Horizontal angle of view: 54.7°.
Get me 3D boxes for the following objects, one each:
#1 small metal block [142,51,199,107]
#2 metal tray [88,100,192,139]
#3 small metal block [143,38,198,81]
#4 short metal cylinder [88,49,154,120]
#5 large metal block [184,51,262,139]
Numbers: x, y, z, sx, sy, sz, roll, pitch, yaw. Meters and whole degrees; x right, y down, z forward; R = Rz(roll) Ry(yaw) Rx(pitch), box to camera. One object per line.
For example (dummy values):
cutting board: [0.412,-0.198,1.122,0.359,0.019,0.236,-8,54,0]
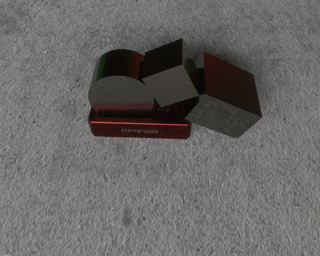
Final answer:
small metal block: [0.013,-0.056,0.367,0.050,0.050,0.025,-16,45,21]
metal tray: [-0.024,-0.030,0.426,0.131,0.030,0.090,2,50,1]
small metal block: [0.014,-0.076,0.384,0.050,0.050,0.025,-16,45,21]
short metal cylinder: [-0.047,-0.053,0.396,0.081,0.080,0.050,1,50,0]
large metal block: [0.079,-0.042,0.406,0.080,0.050,0.080,20,48,-18]
